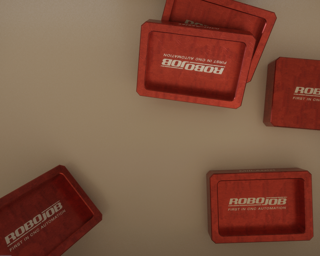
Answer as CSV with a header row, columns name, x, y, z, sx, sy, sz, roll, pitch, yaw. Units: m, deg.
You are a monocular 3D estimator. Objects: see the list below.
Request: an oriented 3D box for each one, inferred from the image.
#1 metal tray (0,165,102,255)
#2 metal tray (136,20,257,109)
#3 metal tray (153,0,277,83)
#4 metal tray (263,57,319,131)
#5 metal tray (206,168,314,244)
name,x,y,z,sx,sy,sz,roll,pitch,yaw
metal tray,-0.142,0.111,0.359,0.090,0.131,0.030,51,129,4
metal tray,0.041,-0.078,0.379,0.131,0.030,0.089,8,115,3
metal tray,0.066,-0.118,0.391,0.131,0.030,0.089,16,115,0
metal tray,0.210,-0.042,0.410,0.131,0.030,0.089,5,90,0
metal tray,0.130,0.101,0.409,0.131,0.030,0.089,-2,90,0
